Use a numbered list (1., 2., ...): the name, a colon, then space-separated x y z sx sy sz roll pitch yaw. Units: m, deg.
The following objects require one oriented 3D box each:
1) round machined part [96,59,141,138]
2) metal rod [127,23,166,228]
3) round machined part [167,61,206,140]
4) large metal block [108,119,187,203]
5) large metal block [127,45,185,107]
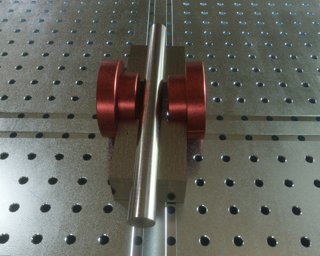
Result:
1. round machined part: -0.048 -0.036 0.389 0.042 0.097 0.098 1 50 1
2. metal rod: -0.010 -0.031 0.369 0.025 0.025 0.300 2 50 2
3. round machined part: 0.033 -0.033 0.388 0.042 0.098 0.098 -2 50 5
4. large metal block: -0.011 0.037 0.360 0.080 0.050 0.080 2 50 2
5. large metal block: -0.005 -0.076 0.455 0.080 0.050 0.080 2 50 1
